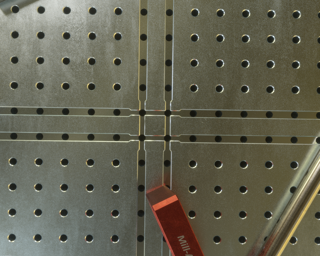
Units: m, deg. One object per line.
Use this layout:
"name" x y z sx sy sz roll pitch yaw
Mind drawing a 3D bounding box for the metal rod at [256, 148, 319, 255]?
"metal rod" 0.164 0.139 0.415 0.025 0.025 0.299 31 90 -1

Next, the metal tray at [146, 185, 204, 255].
"metal tray" 0.026 0.140 0.379 0.030 0.090 0.129 -24 90 -8

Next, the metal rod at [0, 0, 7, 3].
"metal rod" -0.088 -0.239 0.412 0.301 0.025 0.025 -25 90 -1
